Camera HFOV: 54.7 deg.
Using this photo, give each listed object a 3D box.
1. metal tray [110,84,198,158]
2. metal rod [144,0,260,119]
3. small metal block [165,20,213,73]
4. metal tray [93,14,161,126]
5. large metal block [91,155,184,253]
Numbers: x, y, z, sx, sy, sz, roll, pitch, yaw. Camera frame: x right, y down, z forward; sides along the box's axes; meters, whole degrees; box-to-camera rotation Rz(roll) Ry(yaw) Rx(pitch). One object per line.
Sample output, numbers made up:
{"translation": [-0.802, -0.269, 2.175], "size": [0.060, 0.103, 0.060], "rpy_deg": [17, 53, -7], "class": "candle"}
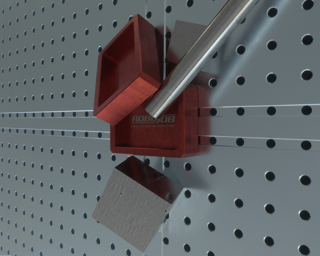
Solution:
{"translation": [-0.012, -0.009, 0.414], "size": [0.130, 0.030, 0.089], "rpy_deg": [-1, 89, 39], "class": "metal tray"}
{"translation": [0.082, -0.126, 0.317], "size": [0.299, 0.025, 0.025], "rpy_deg": [-49, 61, 20], "class": "metal rod"}
{"translation": [0.039, -0.099, 0.376], "size": [0.050, 0.025, 0.050], "rpy_deg": [26, 106, 36], "class": "small metal block"}
{"translation": [-0.045, -0.077, 0.401], "size": [0.090, 0.030, 0.130], "rpy_deg": [-36, 41, 31], "class": "metal tray"}
{"translation": [-0.029, 0.095, 0.397], "size": [0.080, 0.050, 0.079], "rpy_deg": [31, 111, 11], "class": "large metal block"}
